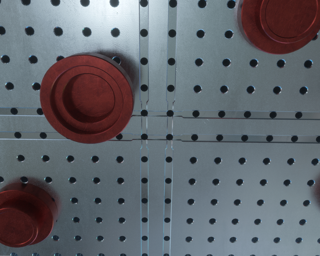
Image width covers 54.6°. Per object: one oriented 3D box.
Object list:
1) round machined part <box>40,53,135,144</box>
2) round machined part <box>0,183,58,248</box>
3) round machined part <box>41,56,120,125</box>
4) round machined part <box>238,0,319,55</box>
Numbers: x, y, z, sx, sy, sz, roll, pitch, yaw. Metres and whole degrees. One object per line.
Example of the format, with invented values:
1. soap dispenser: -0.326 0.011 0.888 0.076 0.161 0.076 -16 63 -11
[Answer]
1. round machined part: -0.077 -0.035 0.346 0.099 0.042 0.097 0 110 0
2. round machined part: -0.205 0.133 0.452 0.099 0.042 0.097 0 110 0
3. round machined part: -0.093 -0.043 0.388 0.099 0.042 0.097 0 110 0
4. round machined part: 0.143 -0.134 0.356 0.099 0.042 0.097 0 110 0
